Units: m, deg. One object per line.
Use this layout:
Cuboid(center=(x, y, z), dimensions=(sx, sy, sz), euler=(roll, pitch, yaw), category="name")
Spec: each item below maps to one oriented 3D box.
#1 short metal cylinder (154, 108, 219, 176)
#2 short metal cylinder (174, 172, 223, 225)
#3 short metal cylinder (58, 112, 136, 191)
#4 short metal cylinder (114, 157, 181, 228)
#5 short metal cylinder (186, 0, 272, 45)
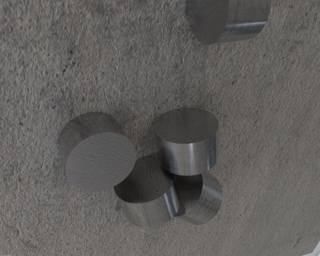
Cuboid(center=(0.035, 0.016, 0.400), dimensions=(0.081, 0.080, 0.050), euler=(-19, 126, -17), category="short metal cylinder")
Cuboid(center=(0.044, 0.096, 0.454), dimensions=(0.050, 0.080, 0.080), euler=(34, 99, -39), category="short metal cylinder")
Cuboid(center=(-0.075, 0.028, 0.367), dimensions=(0.081, 0.050, 0.079), euler=(-14, 124, -21), category="short metal cylinder")
Cuboid(center=(-0.016, 0.085, 0.415), dimensions=(0.081, 0.080, 0.050), euler=(-24, 127, -14), category="short metal cylinder")
Cuboid(center=(0.070, -0.131, 0.328), dimensions=(0.050, 0.080, 0.079), euler=(-13, 124, -21), category="short metal cylinder")
